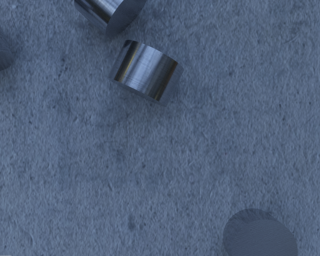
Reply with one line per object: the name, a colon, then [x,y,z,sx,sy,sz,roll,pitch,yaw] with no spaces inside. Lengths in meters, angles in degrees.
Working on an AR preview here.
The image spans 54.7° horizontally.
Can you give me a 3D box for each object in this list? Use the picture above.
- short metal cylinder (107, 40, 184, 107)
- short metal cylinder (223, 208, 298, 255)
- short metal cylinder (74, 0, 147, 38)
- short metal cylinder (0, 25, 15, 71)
short metal cylinder: [-0.018,-0.066,0.382,0.080,0.080,0.050,26,90,-1]
short metal cylinder: [0.127,0.150,0.399,0.081,0.050,0.079,0,90,-1]
short metal cylinder: [-0.058,-0.159,0.382,0.050,0.080,0.080,43,90,0]
short metal cylinder: [-0.230,-0.098,0.379,0.080,0.080,0.050,-23,90,0]
